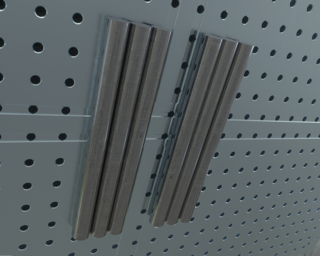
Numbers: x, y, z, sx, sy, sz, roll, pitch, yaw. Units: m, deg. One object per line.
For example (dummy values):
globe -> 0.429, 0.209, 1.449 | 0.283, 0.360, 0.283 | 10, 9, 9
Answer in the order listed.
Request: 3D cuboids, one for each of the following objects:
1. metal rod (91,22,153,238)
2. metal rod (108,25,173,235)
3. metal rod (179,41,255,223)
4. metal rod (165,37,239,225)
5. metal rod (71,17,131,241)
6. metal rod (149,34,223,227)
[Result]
metal rod -> -0.055, 0.021, 0.392 | 0.025, 0.025, 0.298 | 1, 118, -29
metal rod -> -0.033, 0.021, 0.404 | 0.025, 0.025, 0.298 | 1, 118, -29
metal rod -> 0.075, 0.021, 0.463 | 0.025, 0.025, 0.298 | 1, 118, -29
metal rod -> 0.052, 0.020, 0.450 | 0.025, 0.025, 0.298 | 1, 118, -29
metal rod -> -0.078, 0.020, 0.380 | 0.025, 0.025, 0.298 | 1, 118, -29
metal rod -> 0.030, 0.020, 0.438 | 0.025, 0.025, 0.298 | 1, 118, -29
